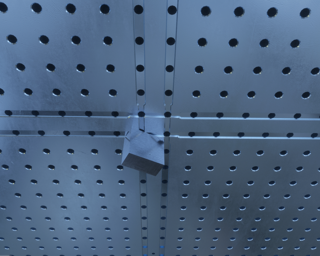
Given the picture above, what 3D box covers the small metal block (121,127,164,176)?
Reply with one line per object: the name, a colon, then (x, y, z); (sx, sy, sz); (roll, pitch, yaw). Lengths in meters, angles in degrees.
small metal block: (-0.022, 0.032, 0.422); (0.050, 0.050, 0.025); (21, 127, -18)
